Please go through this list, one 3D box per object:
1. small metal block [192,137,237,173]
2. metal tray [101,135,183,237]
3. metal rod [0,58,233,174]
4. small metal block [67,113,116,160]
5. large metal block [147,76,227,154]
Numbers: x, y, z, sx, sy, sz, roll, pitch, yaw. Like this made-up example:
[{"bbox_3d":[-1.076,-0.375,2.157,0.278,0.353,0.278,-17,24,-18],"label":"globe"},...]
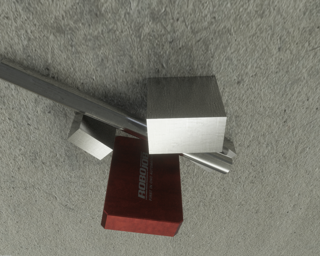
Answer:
[{"bbox_3d":[0.070,0.030,0.436,0.050,0.025,0.050,34,122,-26],"label":"small metal block"},{"bbox_3d":[-0.021,0.069,0.399,0.091,0.130,0.030,10,129,-8],"label":"metal tray"},{"bbox_3d":[-0.044,-0.009,0.383,0.302,0.025,0.025,24,126,-13],"label":"metal rod"},{"bbox_3d":[-0.085,0.005,0.394,0.050,0.050,0.025,37,121,-27],"label":"small metal block"},{"bbox_3d":[0.027,-0.017,0.357,0.081,0.080,0.050,-2,130,1],"label":"large metal block"}]
